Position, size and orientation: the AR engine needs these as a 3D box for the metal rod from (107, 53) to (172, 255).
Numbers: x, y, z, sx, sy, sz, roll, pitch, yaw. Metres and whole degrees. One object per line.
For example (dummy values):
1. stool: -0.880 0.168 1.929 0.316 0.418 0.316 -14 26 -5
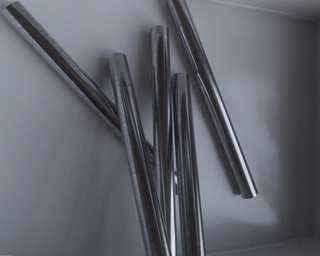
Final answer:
1. metal rod: -0.021 0.048 0.339 0.025 0.025 0.299 -6 68 -20

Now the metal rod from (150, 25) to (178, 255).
1. metal rod: 0.004 0.017 0.388 0.025 0.025 0.298 1 81 -20

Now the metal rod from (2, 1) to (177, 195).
1. metal rod: -0.070 -0.026 0.384 0.025 0.025 0.300 -46 104 -14

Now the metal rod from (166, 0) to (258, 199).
1. metal rod: 0.077 -0.038 0.438 0.025 0.025 0.299 -25 99 -18

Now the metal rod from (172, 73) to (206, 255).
1. metal rod: 0.032 0.065 0.355 0.025 0.025 0.299 8 61 -20
